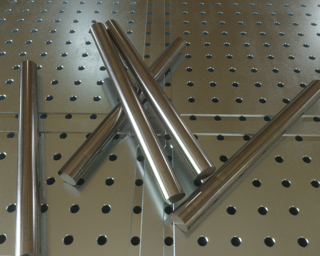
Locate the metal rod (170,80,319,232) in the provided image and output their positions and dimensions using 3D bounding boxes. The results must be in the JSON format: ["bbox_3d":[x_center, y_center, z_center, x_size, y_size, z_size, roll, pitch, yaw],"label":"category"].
[{"bbox_3d":[0.128,0.019,0.393,0.302,0.025,0.025,-36,59,-27],"label":"metal rod"}]

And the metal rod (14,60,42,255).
[{"bbox_3d":[-0.166,0.015,0.392,0.025,0.025,0.300,-12,51,-10],"label":"metal rod"}]

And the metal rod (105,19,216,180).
[{"bbox_3d":[-0.014,-0.057,0.423,0.025,0.025,0.299,-20,56,-17],"label":"metal rod"}]

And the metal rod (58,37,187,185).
[{"bbox_3d":[-0.037,-0.043,0.443,0.025,0.025,0.301,22,53,17],"label":"metal rod"}]

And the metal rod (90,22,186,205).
[{"bbox_3d":[-0.041,-0.039,0.407,0.025,0.025,0.299,-17,58,-14],"label":"metal rod"}]
